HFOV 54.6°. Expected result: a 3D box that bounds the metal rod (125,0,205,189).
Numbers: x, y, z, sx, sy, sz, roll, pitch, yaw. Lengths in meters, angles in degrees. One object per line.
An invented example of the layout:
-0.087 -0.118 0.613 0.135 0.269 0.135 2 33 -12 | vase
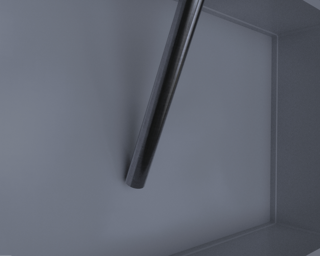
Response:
0.012 -0.066 0.333 0.025 0.025 0.298 1 116 -40 | metal rod
